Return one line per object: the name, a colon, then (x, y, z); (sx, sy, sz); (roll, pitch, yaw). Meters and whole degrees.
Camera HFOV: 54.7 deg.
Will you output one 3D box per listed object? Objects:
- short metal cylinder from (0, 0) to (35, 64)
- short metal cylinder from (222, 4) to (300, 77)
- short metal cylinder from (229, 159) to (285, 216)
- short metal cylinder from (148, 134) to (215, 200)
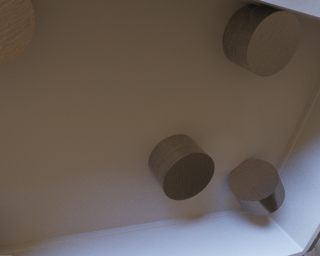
short metal cylinder: (-0.148, -0.097, 0.252); (0.081, 0.050, 0.079); (-14, 124, -21)
short metal cylinder: (0.128, -0.112, 0.393); (0.081, 0.050, 0.079); (-14, 124, -21)
short metal cylinder: (0.165, 0.100, 0.525); (0.080, 0.080, 0.050); (-38, 129, -3)
short metal cylinder: (0.030, 0.056, 0.443); (0.081, 0.050, 0.079); (-14, 124, -21)
